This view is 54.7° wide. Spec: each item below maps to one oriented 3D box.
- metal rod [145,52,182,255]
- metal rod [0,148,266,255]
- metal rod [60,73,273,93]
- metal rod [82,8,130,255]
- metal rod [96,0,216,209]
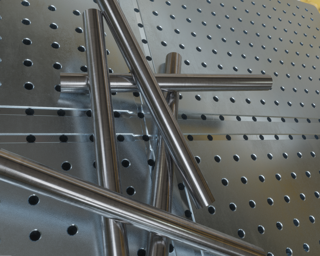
[{"bbox_3d":[0.009,0.014,0.406,0.025,0.025,0.300,18,54,-18],"label":"metal rod"},{"bbox_3d":[-0.011,0.090,0.310,0.301,0.025,0.025,26,52,-21],"label":"metal rod"},{"bbox_3d":[0.021,-0.062,0.426,0.303,0.025,0.025,-3,63,-19],"label":"metal rod"},{"bbox_3d":[-0.063,-0.003,0.348,0.025,0.025,0.299,1,70,-28],"label":"metal rod"},{"bbox_3d":[-0.010,-0.044,0.382,0.025,0.025,0.299,-21,82,-36],"label":"metal rod"}]
